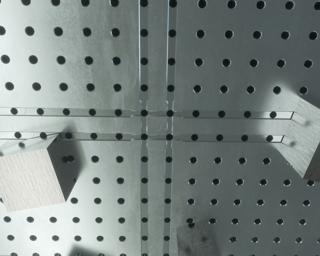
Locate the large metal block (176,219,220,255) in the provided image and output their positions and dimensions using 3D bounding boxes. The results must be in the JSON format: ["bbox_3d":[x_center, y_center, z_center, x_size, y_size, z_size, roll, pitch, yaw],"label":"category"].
[{"bbox_3d":[0.062,0.197,0.457,0.050,0.080,0.080,-18,109,6],"label":"large metal block"}]

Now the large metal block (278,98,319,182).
[{"bbox_3d":[0.202,0.015,0.391,0.050,0.080,0.079,13,110,-5],"label":"large metal block"}]

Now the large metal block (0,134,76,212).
[{"bbox_3d":[-0.171,0.060,0.421,0.080,0.050,0.080,-10,110,4],"label":"large metal block"}]
